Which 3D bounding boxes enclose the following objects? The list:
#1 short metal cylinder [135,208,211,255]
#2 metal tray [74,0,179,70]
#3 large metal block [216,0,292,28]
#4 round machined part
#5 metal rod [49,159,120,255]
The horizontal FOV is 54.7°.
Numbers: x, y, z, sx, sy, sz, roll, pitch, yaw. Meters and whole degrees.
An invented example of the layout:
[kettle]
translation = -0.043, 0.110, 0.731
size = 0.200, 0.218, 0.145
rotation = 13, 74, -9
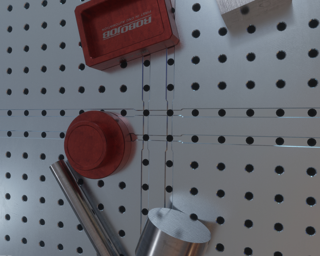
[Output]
[short metal cylinder]
translation = 0.016, 0.139, 0.378
size = 0.080, 0.080, 0.050
rotation = 21, 97, 18
[metal tray]
translation = -0.048, -0.142, 0.426
size = 0.130, 0.030, 0.090
rotation = -14, 85, 19
[large metal block]
translation = 0.102, -0.177, 0.363
size = 0.080, 0.050, 0.080
rotation = -19, 84, 19
[round machined part]
translation = -0.094, 0.024, 0.437
size = 0.098, 0.042, 0.097
rotation = 0, 90, 20
[metal rod]
translation = -0.074, 0.177, 0.438
size = 0.025, 0.025, 0.299
rotation = -37, 79, 16
